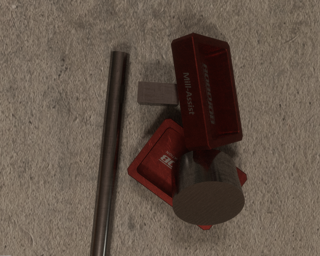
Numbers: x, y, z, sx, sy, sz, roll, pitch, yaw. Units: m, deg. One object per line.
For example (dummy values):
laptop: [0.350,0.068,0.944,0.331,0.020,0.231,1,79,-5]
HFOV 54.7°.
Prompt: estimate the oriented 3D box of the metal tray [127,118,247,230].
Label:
metal tray: [0.035,0.059,0.407,0.130,0.030,0.090,37,90,-1]

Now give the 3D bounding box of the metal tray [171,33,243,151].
metal tray: [0.060,-0.043,0.378,0.030,0.091,0.129,-9,90,39]

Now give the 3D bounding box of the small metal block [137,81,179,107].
small metal block: [-0.002,-0.042,0.397,0.050,0.050,0.025,4,90,-1]

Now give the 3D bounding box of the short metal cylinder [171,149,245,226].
short metal cylinder: [0.054,0.071,0.366,0.081,0.050,0.079,-1,129,0]

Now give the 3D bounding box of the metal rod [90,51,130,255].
metal rod: [-0.068,0.050,0.409,0.025,0.025,0.298,6,90,-1]
